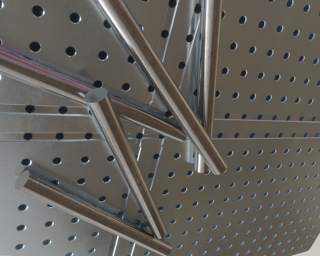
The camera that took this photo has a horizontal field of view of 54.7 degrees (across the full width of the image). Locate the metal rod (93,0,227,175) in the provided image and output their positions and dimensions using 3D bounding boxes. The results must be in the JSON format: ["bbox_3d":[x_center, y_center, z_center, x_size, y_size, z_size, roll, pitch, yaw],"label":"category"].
[{"bbox_3d":[0.014,-0.040,0.377,0.025,0.025,0.300,-39,124,-3],"label":"metal rod"}]

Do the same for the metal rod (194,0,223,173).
[{"bbox_3d":[0.062,-0.063,0.408,0.025,0.025,0.298,-15,125,-20],"label":"metal rod"}]

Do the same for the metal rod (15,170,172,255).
[{"bbox_3d":[-0.075,0.138,0.457,0.025,0.025,0.300,-45,130,3],"label":"metal rod"}]

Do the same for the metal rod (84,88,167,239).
[{"bbox_3d":[-0.033,0.070,0.420,0.025,0.025,0.299,-28,134,-11],"label":"metal rod"}]

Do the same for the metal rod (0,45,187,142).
[{"bbox_3d":[-0.081,-0.037,0.345,0.302,0.025,0.025,22,107,-37],"label":"metal rod"}]
